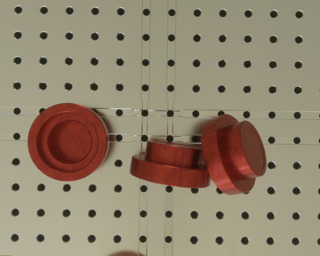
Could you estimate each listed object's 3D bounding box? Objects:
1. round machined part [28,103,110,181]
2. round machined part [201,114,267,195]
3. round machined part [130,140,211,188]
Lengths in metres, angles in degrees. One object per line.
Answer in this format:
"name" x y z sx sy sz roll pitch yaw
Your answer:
"round machined part" -0.115 0.018 0.404 0.099 0.042 0.097 0 90 0
"round machined part" 0.095 0.029 0.375 0.042 0.099 0.098 -21 90 35
"round machined part" 0.015 0.040 0.377 0.099 0.098 0.042 9 90 0
